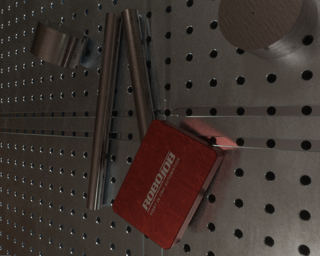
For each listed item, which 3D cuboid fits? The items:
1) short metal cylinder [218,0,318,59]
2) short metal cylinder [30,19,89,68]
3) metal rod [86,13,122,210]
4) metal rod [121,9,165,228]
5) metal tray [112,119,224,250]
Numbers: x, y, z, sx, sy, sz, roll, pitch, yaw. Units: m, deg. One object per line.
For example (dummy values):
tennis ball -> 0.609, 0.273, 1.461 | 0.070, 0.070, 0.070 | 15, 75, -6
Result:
short metal cylinder -> 0.105, -0.112, 0.305 | 0.080, 0.050, 0.079 | 0, 90, 39
short metal cylinder -> -0.163, -0.137, 0.505 | 0.080, 0.081, 0.050 | 37, 113, 33
metal rod -> -0.086, -0.022, 0.477 | 0.025, 0.025, 0.298 | 12, 97, 39
metal rod -> -0.020, -0.018, 0.423 | 0.025, 0.025, 0.298 | -15, 81, 39
metal tray -> 0.007, 0.065, 0.375 | 0.090, 0.030, 0.129 | 29, 99, 24
